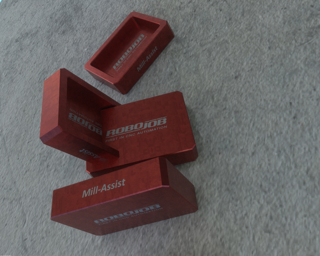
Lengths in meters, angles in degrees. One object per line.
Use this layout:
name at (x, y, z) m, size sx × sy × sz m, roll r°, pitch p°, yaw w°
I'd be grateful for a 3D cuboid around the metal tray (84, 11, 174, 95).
metal tray at (-0.050, -0.125, 0.501) m, size 0.090 × 0.030 × 0.130 m, roll 31°, pitch 79°, yaw 37°

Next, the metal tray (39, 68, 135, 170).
metal tray at (-0.078, -0.003, 0.376) m, size 0.030 × 0.130 × 0.090 m, roll -30°, pitch 51°, yaw 24°

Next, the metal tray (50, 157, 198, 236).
metal tray at (-0.036, 0.078, 0.331) m, size 0.130 × 0.090 × 0.030 m, roll -19°, pitch 55°, yaw 16°

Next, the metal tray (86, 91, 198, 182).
metal tray at (-0.026, 0.010, 0.389) m, size 0.131 × 0.030 × 0.090 m, roll -14°, pitch 55°, yaw 4°
